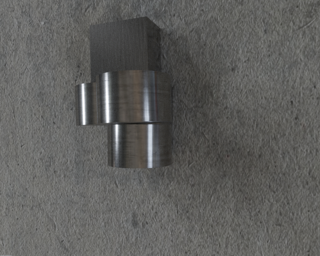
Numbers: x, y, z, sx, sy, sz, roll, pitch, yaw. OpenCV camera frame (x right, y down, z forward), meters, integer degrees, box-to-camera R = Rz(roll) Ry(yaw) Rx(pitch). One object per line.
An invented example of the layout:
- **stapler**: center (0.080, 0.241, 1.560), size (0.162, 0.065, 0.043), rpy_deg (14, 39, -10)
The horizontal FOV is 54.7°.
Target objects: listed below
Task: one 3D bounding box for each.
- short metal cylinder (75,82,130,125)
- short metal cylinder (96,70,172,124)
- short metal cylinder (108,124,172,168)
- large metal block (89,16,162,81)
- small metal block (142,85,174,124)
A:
- **short metal cylinder**: center (-0.069, -0.029, 0.406), size (0.080, 0.080, 0.050), rpy_deg (-2, 89, 20)
- **short metal cylinder**: center (-0.028, -0.031, 0.338), size (0.080, 0.080, 0.050), rpy_deg (-2, 89, 20)
- **short metal cylinder**: center (-0.025, 0.021, 0.390), size (0.080, 0.080, 0.050), rpy_deg (0, 90, 20)
- **large metal block**: center (-0.044, -0.095, 0.413), size (0.080, 0.050, 0.080), rpy_deg (-2, 89, 20)
- **small metal block**: center (-0.002, -0.030, 0.400), size (0.025, 0.050, 0.050), rpy_deg (1, 91, 20)
